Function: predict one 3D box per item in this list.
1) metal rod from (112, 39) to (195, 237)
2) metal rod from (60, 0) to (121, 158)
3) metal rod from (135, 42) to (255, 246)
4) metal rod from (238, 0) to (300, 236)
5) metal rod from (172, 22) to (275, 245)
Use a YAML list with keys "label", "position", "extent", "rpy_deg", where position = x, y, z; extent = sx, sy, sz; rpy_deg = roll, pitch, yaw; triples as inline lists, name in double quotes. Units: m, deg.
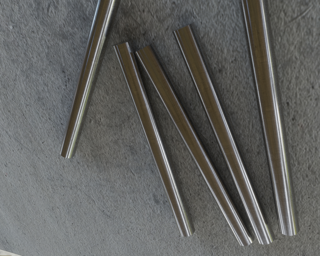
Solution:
- label: "metal rod"
  position: [-0.001, 0.029, 0.423]
  extent: [0.025, 0.025, 0.298]
  rpy_deg: [-4, 117, 30]
- label: "metal rod"
  position: [-0.098, -0.064, 0.417]
  extent: [0.025, 0.025, 0.298]
  rpy_deg: [32, 128, 6]
- label: "metal rod"
  position: [0.052, 0.032, 0.398]
  extent: [0.025, 0.025, 0.299]
  rpy_deg: [-18, 109, 35]
- label: "metal rod"
  position: [0.124, -0.001, 0.340]
  extent: [0.025, 0.025, 0.298]
  rpy_deg: [-4, 117, 30]
- label: "metal rod"
  position: [0.084, 0.021, 0.374]
  extent: [0.025, 0.025, 0.299]
  rpy_deg: [-12, 112, 33]
